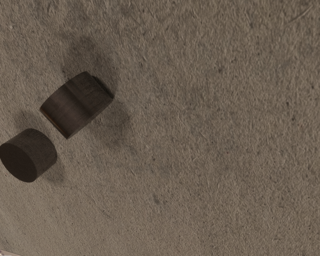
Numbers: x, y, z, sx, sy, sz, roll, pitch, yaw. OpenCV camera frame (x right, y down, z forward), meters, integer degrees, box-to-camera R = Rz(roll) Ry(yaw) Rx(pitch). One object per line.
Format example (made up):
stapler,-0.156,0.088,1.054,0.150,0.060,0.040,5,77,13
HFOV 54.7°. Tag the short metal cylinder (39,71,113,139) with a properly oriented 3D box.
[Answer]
short metal cylinder,-0.109,-0.030,0.408,0.050,0.080,0.080,49,128,-6

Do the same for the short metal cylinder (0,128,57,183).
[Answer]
short metal cylinder,-0.228,0.047,0.537,0.080,0.050,0.079,13,124,20
